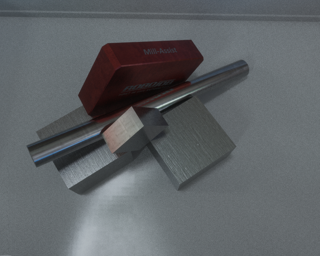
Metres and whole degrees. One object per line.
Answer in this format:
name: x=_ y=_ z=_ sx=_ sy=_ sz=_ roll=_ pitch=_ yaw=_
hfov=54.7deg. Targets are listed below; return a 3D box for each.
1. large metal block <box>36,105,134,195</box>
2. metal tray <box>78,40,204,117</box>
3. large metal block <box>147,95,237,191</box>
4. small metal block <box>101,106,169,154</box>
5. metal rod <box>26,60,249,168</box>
large metal block: x=-0.090 y=0.023 z=0.383 sx=0.080 sy=0.050 sz=0.080 roll=-32 pitch=73 yaw=-11
metal tray: x=-0.021 y=-0.060 z=0.367 sx=0.131 sy=0.090 sz=0.030 roll=-16 pitch=69 yaw=-40
large metal block: x=0.034 y=0.019 z=0.388 sx=0.080 sy=0.050 sz=0.080 roll=-32 pitch=73 yaw=-11
small metal block: x=-0.027 y=0.002 z=0.342 sx=0.050 sy=0.050 sz=0.025 roll=-40 pitch=71 yaw=25
metal rod: x=-0.006 y=-0.028 z=0.379 sx=0.302 sy=0.025 sz=0.025 roll=-25 pitch=72 yaw=-25
